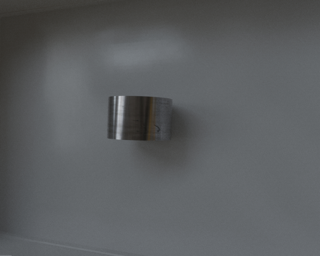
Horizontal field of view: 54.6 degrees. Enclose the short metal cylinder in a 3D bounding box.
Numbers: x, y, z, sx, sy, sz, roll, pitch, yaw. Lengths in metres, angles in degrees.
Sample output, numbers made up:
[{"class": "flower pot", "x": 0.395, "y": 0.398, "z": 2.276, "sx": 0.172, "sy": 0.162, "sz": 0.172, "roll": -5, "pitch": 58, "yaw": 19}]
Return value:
[{"class": "short metal cylinder", "x": -0.025, "y": -0.012, "z": 0.387, "sx": 0.080, "sy": 0.080, "sz": 0.050, "roll": 2, "pitch": 91, "yaw": 20}]
